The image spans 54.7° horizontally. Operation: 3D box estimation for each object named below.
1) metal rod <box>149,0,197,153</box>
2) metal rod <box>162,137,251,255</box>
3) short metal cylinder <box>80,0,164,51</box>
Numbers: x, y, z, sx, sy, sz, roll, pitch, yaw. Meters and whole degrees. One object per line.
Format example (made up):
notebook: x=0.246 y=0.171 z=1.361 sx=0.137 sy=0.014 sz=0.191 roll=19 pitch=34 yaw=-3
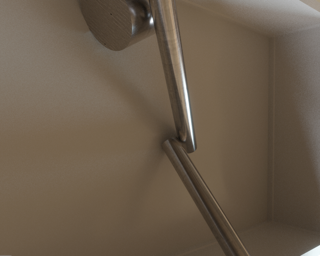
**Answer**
metal rod: x=0.014 y=-0.077 z=0.343 sx=0.025 sy=0.025 sz=0.299 roll=-47 pitch=142 yaw=-30
metal rod: x=0.084 y=0.137 z=0.364 sx=0.025 sy=0.025 sz=0.299 roll=-10 pitch=59 yaw=-40
short metal cylinder: x=-0.041 y=-0.131 z=0.338 sx=0.050 sy=0.080 sz=0.080 roll=-38 pitch=114 yaw=-34
